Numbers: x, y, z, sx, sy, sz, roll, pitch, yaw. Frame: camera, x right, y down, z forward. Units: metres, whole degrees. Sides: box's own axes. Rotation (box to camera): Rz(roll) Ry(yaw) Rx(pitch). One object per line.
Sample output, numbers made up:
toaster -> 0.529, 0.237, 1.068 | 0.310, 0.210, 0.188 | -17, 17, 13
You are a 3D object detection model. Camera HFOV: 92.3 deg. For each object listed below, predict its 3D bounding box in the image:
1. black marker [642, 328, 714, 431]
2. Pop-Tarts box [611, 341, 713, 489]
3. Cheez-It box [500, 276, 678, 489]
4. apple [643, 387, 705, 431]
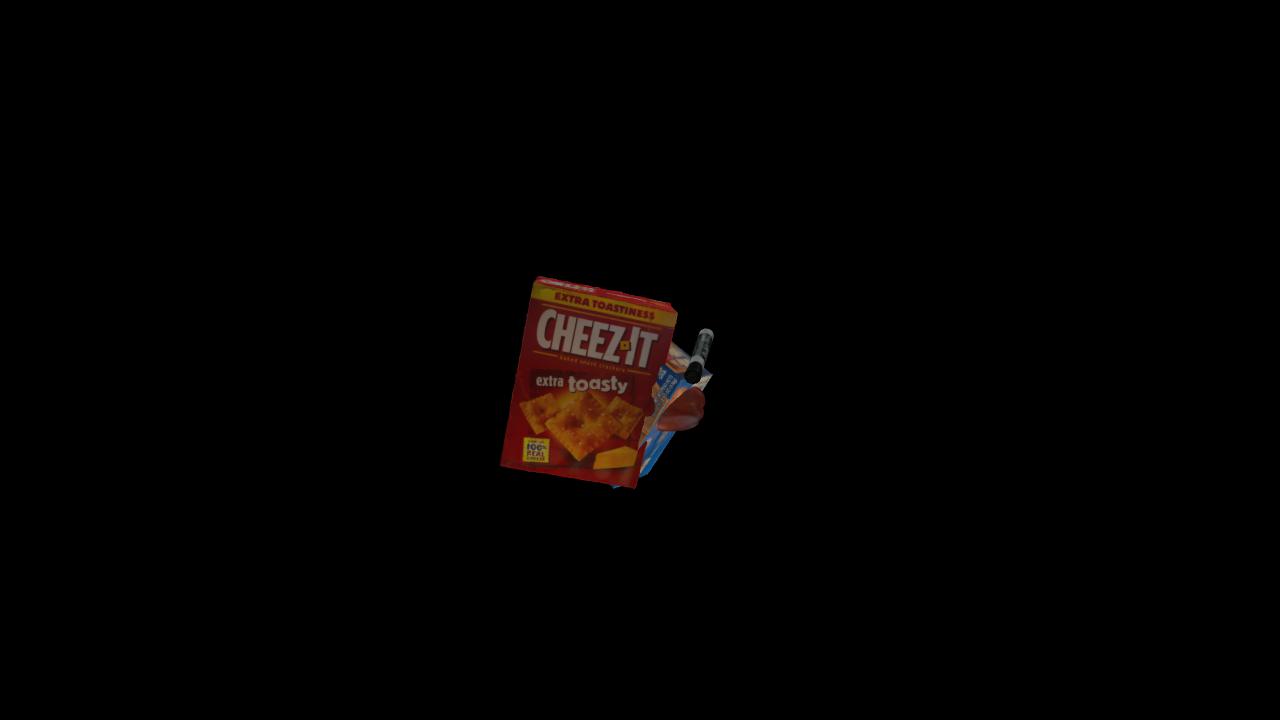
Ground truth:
black marker -> 0.069, -0.005, 0.710 | 0.020, 0.020, 0.121 | 0, 25, 14
Pop-Tarts box -> -0.019, 0.045, 0.767 | 0.141, 0.167, 0.083 | 41, 23, 25
Cheez-It box -> -0.061, 0.027, 0.722 | 0.166, 0.223, 0.071 | 11, 13, -8
apple -> 0.030, 0.048, 0.734 | 0.093, 0.079, 0.079 | 13, -1, -3
